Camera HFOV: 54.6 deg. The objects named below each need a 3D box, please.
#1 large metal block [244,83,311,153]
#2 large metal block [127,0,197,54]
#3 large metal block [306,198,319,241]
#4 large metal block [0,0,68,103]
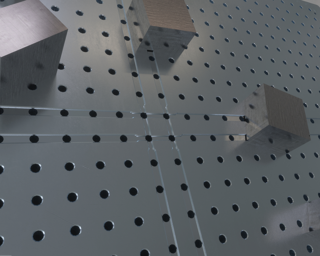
[{"bbox_3d":[0.186,-0.014,0.500,0.080,0.050,0.080,18,55,-18],"label":"large metal block"},{"bbox_3d":[0.001,-0.170,0.496,0.081,0.050,0.080,-1,62,-29],"label":"large metal block"},{"bbox_3d":[0.268,0.134,0.434,0.080,0.080,0.050,31,52,-8],"label":"large metal block"},{"bbox_3d":[-0.156,-0.085,0.340,0.050,0.080,0.080,45,51,3],"label":"large metal block"}]
